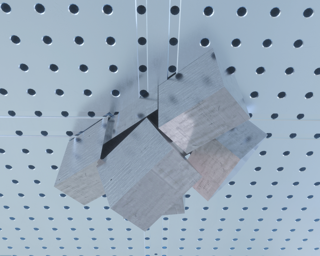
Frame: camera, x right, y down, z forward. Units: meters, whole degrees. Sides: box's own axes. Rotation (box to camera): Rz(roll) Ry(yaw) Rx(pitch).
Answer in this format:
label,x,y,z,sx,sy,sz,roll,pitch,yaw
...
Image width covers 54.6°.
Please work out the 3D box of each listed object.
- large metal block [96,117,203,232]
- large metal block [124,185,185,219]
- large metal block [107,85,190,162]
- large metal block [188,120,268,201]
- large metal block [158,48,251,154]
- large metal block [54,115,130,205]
label,x,y,z,sx,sy,sz,roll,pitch,yaw
large metal block,-0.015,0.046,0.332,0.080,0.080,0.050,-44,121,1
large metal block,-0.007,0.087,0.440,0.080,0.080,0.050,-7,93,6
large metal block,-0.009,0.006,0.401,0.080,0.050,0.080,-32,123,24
large metal block,0.080,0.034,0.396,0.050,0.081,0.080,42,130,19
large metal block,0.045,-0.031,0.349,0.080,0.080,0.050,-32,124,24
large metal block,-0.084,0.042,0.409,0.080,0.080,0.050,-31,124,23
